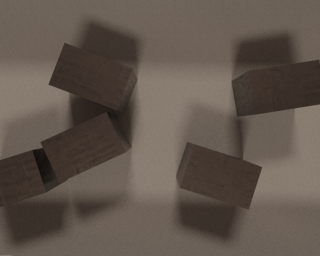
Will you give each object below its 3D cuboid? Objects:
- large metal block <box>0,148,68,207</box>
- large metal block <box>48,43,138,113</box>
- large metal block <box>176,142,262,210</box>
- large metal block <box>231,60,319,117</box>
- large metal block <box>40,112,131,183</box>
[{"bbox_3d":[-0.172,0.060,0.382,0.080,0.080,0.050,-18,90,0],"label":"large metal block"},{"bbox_3d":[-0.077,-0.057,0.383,0.080,0.080,0.050,21,90,-1],"label":"large metal block"},{"bbox_3d":[0.068,0.055,0.385,0.080,0.080,0.050,18,90,-1],"label":"large metal block"},{"bbox_3d":[0.142,-0.046,0.386,0.081,0.080,0.050,-9,90,0],"label":"large metal block"},{"bbox_3d":[-0.085,0.021,0.383,0.080,0.080,0.050,-25,90,0],"label":"large metal block"}]
